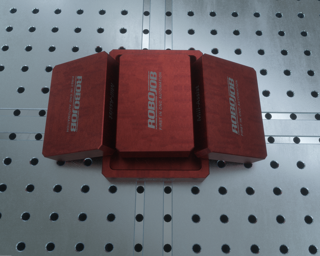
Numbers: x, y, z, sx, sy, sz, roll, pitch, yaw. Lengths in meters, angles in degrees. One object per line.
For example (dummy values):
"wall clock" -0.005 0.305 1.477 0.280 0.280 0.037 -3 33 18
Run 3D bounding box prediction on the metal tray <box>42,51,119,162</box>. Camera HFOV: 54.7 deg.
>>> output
"metal tray" -0.100 -0.027 0.399 0.090 0.030 0.130 -9 68 24

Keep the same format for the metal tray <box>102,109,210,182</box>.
"metal tray" -0.005 0.022 0.401 0.131 0.030 0.090 0 70 -1

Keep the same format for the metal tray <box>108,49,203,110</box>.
"metal tray" -0.006 -0.063 0.432 0.131 0.030 0.090 0 70 -1

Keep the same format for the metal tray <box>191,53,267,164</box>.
"metal tray" 0.087 -0.024 0.399 0.091 0.030 0.130 9 68 -26

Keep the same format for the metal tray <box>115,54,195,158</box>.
"metal tray" -0.006 -0.030 0.388 0.091 0.030 0.130 0 70 -1
